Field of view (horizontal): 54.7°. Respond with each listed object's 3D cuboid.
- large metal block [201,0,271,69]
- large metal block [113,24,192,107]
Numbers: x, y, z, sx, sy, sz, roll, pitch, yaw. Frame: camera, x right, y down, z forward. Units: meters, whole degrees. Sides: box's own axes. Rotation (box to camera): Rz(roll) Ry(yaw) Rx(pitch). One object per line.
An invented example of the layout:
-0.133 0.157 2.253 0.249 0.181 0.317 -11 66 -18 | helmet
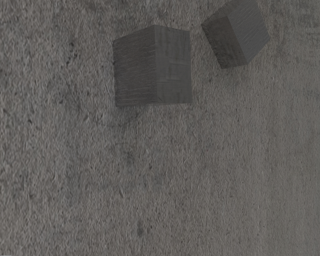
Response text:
0.122 -0.152 0.490 0.080 0.050 0.080 -46 118 -30 | large metal block
-0.010 -0.066 0.360 0.050 0.080 0.079 -4 93 -40 | large metal block
